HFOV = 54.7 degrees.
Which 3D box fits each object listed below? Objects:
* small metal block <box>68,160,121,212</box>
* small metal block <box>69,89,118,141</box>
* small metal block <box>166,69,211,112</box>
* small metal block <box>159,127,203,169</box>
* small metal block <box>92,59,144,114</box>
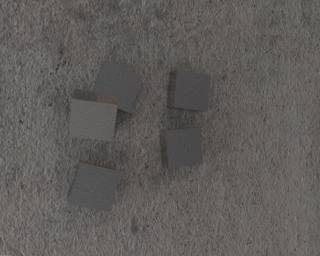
[{"bbox_3d":[-0.081,0.071,0.379,0.050,0.025,0.050,16,85,-20],"label":"small metal block"},{"bbox_3d":[-0.078,-0.014,0.364,0.050,0.025,0.050,7,120,-11],"label":"small metal block"},{"bbox_3d":[0.039,-0.050,0.423,0.050,0.025,0.050,7,88,-20],"label":"small metal block"},{"bbox_3d":[0.029,0.026,0.419,0.050,0.025,0.050,-5,92,-20],"label":"small metal block"},{"bbox_3d":[-0.055,-0.050,0.388,0.050,0.025,0.050,22,83,-19],"label":"small metal block"}]
